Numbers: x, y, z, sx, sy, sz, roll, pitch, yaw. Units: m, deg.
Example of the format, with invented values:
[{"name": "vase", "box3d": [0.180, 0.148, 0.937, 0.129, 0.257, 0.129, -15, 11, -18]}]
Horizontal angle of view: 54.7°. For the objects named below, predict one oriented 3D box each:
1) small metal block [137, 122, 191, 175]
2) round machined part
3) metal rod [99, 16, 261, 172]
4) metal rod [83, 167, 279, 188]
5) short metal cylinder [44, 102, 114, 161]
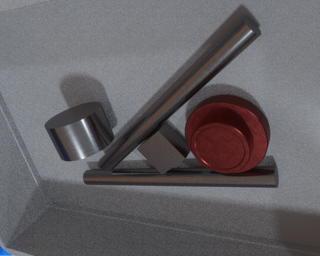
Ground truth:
[{"name": "small metal block", "box3d": [0.006, 0.028, 0.419, 0.050, 0.025, 0.050, 46, 129, -4]}, {"name": "round machined part", "box3d": [0.075, 0.014, 0.362, 0.098, 0.042, 0.097, 13, 124, 20]}, {"name": "metal rod", "box3d": [0.002, -0.021, 0.391, 0.025, 0.025, 0.299, 45, 129, -4]}, {"name": "metal rod", "box3d": [0.010, 0.071, 0.444, 0.300, 0.025, 0.025, -5, 116, 30]}, {"name": "short metal cylinder", "box3d": [-0.110, 0.003, 0.430, 0.080, 0.080, 0.050, -5, 116, 30]}]
